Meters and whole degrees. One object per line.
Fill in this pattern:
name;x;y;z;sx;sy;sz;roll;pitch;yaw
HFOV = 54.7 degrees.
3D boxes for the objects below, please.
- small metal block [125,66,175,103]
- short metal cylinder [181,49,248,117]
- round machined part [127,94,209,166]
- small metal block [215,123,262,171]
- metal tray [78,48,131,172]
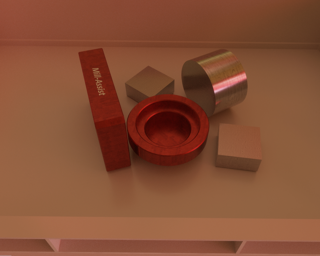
small metal block;-0.014;-0.059;0.452;0.050;0.025;0.050;32;57;25
short metal cylinder;0.072;-0.061;0.419;0.050;0.080;0.080;-23;54;-18
round machined part;0.009;0.007;0.385;0.099;0.042;0.098;0;50;0
small metal block;0.097;0.023;0.385;0.050;0.025;0.050;6;50;7
metal tray;-0.068;-0.024;0.380;0.030;0.089;0.130;-13;51;-11
